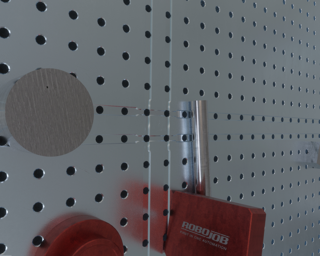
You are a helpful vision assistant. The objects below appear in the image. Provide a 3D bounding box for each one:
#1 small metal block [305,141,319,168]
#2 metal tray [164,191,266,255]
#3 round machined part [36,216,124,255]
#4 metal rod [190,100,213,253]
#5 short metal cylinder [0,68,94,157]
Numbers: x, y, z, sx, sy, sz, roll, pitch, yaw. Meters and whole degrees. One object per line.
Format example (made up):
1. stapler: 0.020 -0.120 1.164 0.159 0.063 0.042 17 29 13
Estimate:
1. small metal block: 0.362 0.063 0.712 0.050 0.025 0.050 27 73 -37
2. metal tray: 0.065 0.136 0.395 0.030 0.130 0.090 15 81 -39
3. round machined part: -0.079 0.148 0.332 0.099 0.042 0.097 0 90 -40
4. metal rod: 0.065 0.109 0.463 0.025 0.025 0.298 -5 93 -40
5. short metal cylinder: -0.112 -0.014 0.299 0.081 0.050 0.080 0 90 -40
